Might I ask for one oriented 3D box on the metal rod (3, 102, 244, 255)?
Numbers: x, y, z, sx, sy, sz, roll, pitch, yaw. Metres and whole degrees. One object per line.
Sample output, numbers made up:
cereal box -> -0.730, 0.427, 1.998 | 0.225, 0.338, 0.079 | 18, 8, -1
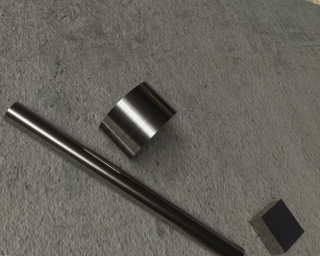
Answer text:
metal rod -> -0.034, 0.066, 0.344 | 0.301, 0.025, 0.025 | 34, 51, -6

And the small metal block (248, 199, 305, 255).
small metal block -> 0.153, 0.130, 0.407 | 0.050, 0.025, 0.050 | -23, 75, -36

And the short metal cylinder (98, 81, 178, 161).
short metal cylinder -> -0.025, -0.008, 0.360 | 0.050, 0.080, 0.080 | 44, 51, 2
